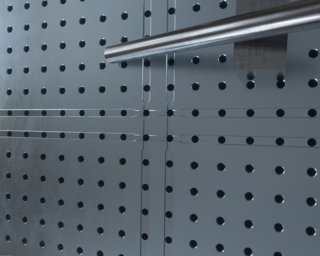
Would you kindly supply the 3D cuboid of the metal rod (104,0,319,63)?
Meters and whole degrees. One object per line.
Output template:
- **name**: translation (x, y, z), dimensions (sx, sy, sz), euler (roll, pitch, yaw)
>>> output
- **metal rod**: translation (0.038, -0.097, 0.333), dimensions (0.300, 0.025, 0.025), euler (3, 92, 45)

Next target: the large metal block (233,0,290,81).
- **large metal block**: translation (0.113, -0.098, 0.343), dimensions (0.050, 0.080, 0.079), euler (3, 91, 20)
